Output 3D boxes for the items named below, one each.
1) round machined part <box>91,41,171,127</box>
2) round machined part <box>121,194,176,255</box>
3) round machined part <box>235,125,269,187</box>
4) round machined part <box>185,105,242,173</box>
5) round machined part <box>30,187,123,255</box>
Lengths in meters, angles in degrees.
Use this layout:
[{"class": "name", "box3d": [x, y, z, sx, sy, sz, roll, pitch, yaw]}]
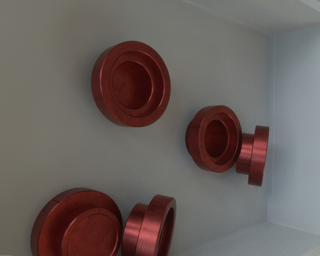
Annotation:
[{"class": "round machined part", "box3d": [-0.037, -0.050, 0.366, 0.099, 0.042, 0.097, 0, 90, -40]}, {"class": "round machined part", "box3d": [-0.014, 0.127, 0.366, 0.098, 0.042, 0.097, 8, 91, -75]}, {"class": "round machined part", "box3d": [0.150, 0.043, 0.506, 0.098, 0.042, 0.097, 7, 91, -72]}, {"class": "round machined part", "box3d": [0.076, 0.016, 0.462, 0.099, 0.042, 0.097, 0, 90, -40]}, {"class": "round machined part", "box3d": [-0.080, 0.115, 0.330, 0.099, 0.042, 0.097, 0, 90, -40]}]
